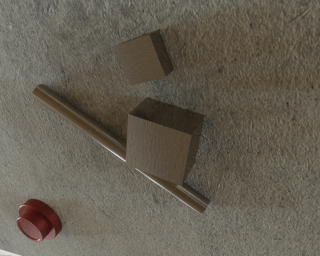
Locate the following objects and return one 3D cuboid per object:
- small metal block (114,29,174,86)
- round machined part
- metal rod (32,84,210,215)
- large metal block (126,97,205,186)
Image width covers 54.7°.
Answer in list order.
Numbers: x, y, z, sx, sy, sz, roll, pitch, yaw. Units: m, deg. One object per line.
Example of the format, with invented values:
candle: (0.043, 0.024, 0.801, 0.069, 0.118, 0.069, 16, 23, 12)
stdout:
small metal block: (-0.018, -0.082, 0.365, 0.050, 0.025, 0.050, -9, 114, 32)
round machined part: (-0.261, 0.202, 0.655, 0.098, 0.042, 0.097, 13, 124, 20)
metal rod: (-0.059, 0.029, 0.453, 0.301, 0.025, 0.025, 34, 129, 5)
large metal block: (0.005, 0.016, 0.397, 0.080, 0.050, 0.079, 19, 126, 17)
